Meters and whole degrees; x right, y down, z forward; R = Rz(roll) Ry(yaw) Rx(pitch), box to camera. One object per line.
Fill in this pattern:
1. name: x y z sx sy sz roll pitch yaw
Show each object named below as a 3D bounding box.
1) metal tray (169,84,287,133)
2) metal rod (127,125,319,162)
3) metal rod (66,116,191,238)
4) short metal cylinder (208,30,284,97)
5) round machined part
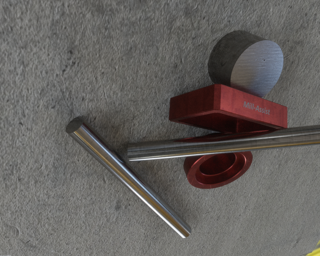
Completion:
1. metal tray: 0.089 -0.018 0.401 0.131 0.090 0.030 12 77 -34
2. metal rod: 0.109 0.017 0.392 0.302 0.025 0.025 -6 126 6
3. metal rod: -0.027 0.088 0.446 0.025 0.025 0.300 -39 130 -2
4. short metal cylinder: 0.110 -0.080 0.401 0.081 0.050 0.079 -14 124 -21
5. round machined part: 0.081 0.044 0.456 0.099 0.042 0.097 -10 137 -10
